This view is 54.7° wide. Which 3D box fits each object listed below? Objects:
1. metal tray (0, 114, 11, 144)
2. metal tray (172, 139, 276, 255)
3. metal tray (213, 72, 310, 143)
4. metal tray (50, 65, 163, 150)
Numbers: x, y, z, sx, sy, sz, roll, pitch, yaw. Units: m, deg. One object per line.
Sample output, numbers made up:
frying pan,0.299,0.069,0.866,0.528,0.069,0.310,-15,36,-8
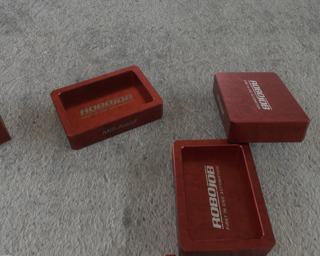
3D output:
metal tray,-0.229,-0.046,0.372,0.030,0.129,0.090,-27,55,-21
metal tray,0.062,0.072,0.339,0.091,0.030,0.130,-1,50,-1
metal tray,0.125,-0.032,0.407,0.091,0.030,0.130,0,35,-1
metal tray,-0.072,-0.032,0.426,0.131,0.030,0.090,-21,53,-17
